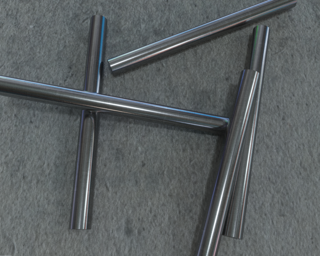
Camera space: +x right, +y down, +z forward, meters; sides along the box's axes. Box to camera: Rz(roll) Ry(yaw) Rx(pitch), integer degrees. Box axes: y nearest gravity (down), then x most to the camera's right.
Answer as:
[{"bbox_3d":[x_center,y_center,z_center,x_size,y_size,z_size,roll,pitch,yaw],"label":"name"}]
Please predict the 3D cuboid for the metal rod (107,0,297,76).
[{"bbox_3d":[0.068,-0.143,0.461,0.302,0.025,0.025,-23,72,-9],"label":"metal rod"}]

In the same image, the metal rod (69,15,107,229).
[{"bbox_3d":[-0.093,-0.021,0.414,0.025,0.025,0.299,1,70,0],"label":"metal rod"}]

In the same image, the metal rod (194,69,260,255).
[{"bbox_3d":[0.075,0.068,0.368,0.025,0.025,0.299,16,76,5],"label":"metal rod"}]

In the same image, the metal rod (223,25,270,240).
[{"bbox_3d":[0.118,-0.009,0.412,0.025,0.025,0.299,13,70,4],"label":"metal rod"}]

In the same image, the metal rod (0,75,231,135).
[{"bbox_3d":[-0.057,-0.028,0.395,0.302,0.025,0.025,10,70,-6],"label":"metal rod"}]
